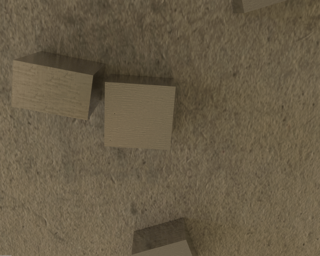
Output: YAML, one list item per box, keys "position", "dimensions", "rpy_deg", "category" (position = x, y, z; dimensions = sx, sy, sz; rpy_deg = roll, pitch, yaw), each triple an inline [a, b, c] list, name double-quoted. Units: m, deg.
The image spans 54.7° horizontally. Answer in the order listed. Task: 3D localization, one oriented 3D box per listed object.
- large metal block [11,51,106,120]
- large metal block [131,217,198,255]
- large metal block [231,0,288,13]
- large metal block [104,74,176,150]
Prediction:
- position: [-0.113, -0.052, 0.360]
  dimensions: [0.081, 0.080, 0.050]
  rpy_deg: [10, 110, -4]
  category: "large metal block"
- position: [0.011, 0.193, 0.468]
  dimensions: [0.080, 0.050, 0.080]
  rpy_deg: [-18, 109, 6]
  category: "large metal block"
- position: [0.116, -0.176, 0.333]
  dimensions: [0.080, 0.050, 0.080]
  rpy_deg: [-16, 110, 5]
  category: "large metal block"
- position: [-0.025, -0.021, 0.388]
  dimensions: [0.081, 0.050, 0.079]
  rpy_deg: [4, 110, -2]
  category: "large metal block"
